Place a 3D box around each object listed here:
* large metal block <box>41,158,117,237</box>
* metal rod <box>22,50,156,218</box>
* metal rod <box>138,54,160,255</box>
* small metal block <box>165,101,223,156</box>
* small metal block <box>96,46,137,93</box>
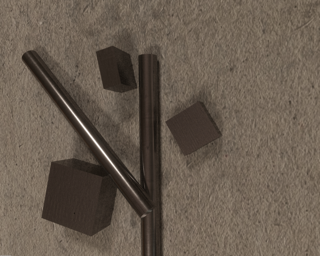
[{"bbox_3d":[-0.110,0.093,0.433,0.080,0.050,0.079,13,94,19],"label":"large metal block"},{"bbox_3d":[-0.108,-0.003,0.431,0.025,0.025,0.300,-46,71,14],"label":"metal rod"},{"bbox_3d":[-0.014,0.053,0.412,0.025,0.025,0.298,-1,90,19],"label":"metal rod"},{"bbox_3d":[0.043,0.001,0.393,0.050,0.025,0.050,-32,80,17],"label":"small metal block"},{"bbox_3d":[-0.057,-0.077,0.415,0.025,0.050,0.050,-14,86,19],"label":"small metal block"}]
